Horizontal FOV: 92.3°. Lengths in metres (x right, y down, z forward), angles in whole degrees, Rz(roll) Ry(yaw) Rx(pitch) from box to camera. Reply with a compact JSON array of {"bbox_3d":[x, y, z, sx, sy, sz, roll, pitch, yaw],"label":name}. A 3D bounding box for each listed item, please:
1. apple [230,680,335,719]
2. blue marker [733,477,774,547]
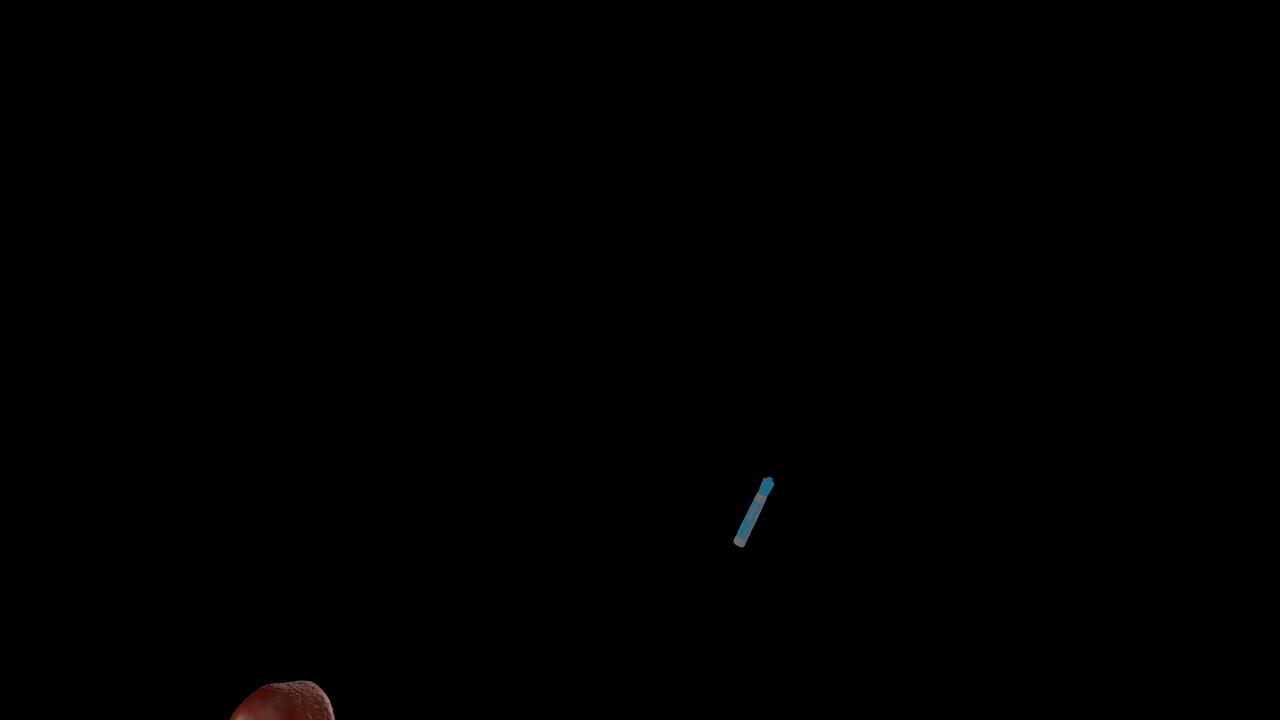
[{"bbox_3d":[-0.267,0.286,0.456,0.079,0.079,0.093,0,17,-45],"label":"apple"},{"bbox_3d":[0.179,0.237,0.961,0.020,0.121,0.020,22,11,-5],"label":"blue marker"}]
